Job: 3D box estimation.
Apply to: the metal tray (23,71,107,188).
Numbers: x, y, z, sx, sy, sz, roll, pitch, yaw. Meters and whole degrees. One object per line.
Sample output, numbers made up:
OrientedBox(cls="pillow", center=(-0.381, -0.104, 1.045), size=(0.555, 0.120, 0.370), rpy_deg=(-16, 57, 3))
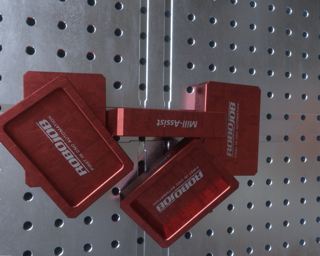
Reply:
OrientedBox(cls="metal tray", center=(-0.112, 0.001, 0.369), size=(0.091, 0.030, 0.129), rpy_deg=(-1, 91, -20))

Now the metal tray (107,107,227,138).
OrientedBox(cls="metal tray", center=(0.004, -0.005, 0.379), size=(0.131, 0.090, 0.030), rpy_deg=(2, 90, -20))

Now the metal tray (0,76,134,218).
OrientedBox(cls="metal tray", center=(-0.103, 0.021, 0.339), size=(0.090, 0.030, 0.130), rpy_deg=(-40, 103, -16))

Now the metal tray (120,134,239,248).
OrientedBox(cls="metal tray", center=(0.024, 0.081, 0.400), size=(0.130, 0.030, 0.090), rpy_deg=(-41, 105, 2))

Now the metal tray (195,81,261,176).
OrientedBox(cls="metal tray", center=(0.097, 0.002, 0.446), size=(0.091, 0.030, 0.129), rpy_deg=(3, 89, -21))
